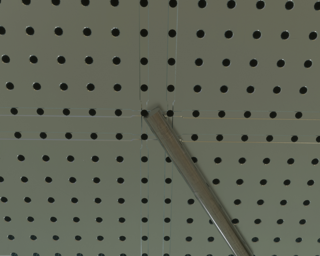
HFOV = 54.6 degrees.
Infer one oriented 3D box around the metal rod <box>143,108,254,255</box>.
[{"bbox_3d":[0.067,0.100,0.450,0.025,0.025,0.299,-30,108,10],"label":"metal rod"}]
